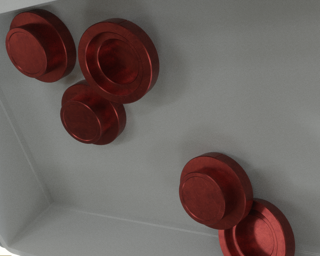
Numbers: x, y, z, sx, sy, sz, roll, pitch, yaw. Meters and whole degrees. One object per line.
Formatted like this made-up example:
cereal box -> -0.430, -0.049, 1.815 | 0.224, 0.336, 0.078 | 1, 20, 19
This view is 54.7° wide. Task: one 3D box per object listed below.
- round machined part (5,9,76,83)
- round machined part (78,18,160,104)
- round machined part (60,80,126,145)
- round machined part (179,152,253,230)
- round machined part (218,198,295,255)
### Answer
round machined part -> -0.167, -0.107, 0.420 | 0.098, 0.042, 0.097 | 13, 124, 21
round machined part -> -0.045, -0.082, 0.371 | 0.098, 0.042, 0.097 | 13, 124, 21
round machined part -> -0.101, -0.016, 0.441 | 0.098, 0.042, 0.097 | 13, 124, 21
round machined part -> 0.063, 0.083, 0.394 | 0.098, 0.042, 0.097 | 12, 108, 40
round machined part -> 0.126, 0.139, 0.396 | 0.098, 0.042, 0.097 | -10, 77, 50
